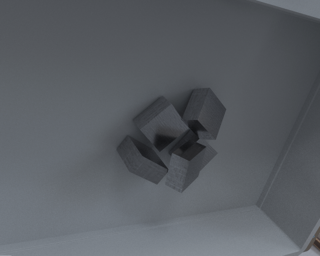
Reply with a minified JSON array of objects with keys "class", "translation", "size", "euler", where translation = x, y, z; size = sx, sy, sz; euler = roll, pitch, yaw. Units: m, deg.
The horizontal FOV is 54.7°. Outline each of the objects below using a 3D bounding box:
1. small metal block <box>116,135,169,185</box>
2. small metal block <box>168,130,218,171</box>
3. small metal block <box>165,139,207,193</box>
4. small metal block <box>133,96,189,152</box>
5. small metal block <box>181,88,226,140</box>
[{"class":"small metal block","translation":[-0.023,0.042,0.404],"size":[0.050,0.050,0.025],"euler":[33,100,-39]},{"class":"small metal block","translation":[0.049,0.037,0.458],"size":[0.050,0.025,0.050],"euler":[-46,130,4]},{"class":"small metal block","translation":[0.035,0.050,0.411],"size":[0.050,0.025,0.050],"euler":[-30,137,-52]},{"class":"small metal block","translation":[0.002,-0.005,0.405],"size":[0.050,0.025,0.050],"euler":[-40,130,-2]},{"class":"small metal block","translation":[0.060,-0.018,0.416],"size":[0.050,0.025,0.050],"euler":[43,60,-40]}]
